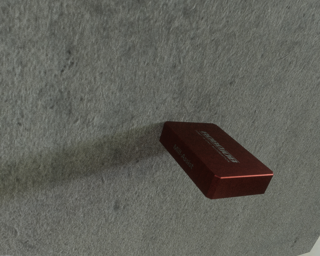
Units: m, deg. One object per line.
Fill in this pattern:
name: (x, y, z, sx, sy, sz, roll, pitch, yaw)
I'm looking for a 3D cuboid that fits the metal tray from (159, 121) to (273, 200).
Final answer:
metal tray: (0.067, 0.035, 0.399, 0.091, 0.130, 0.030, 2, 117, -30)
